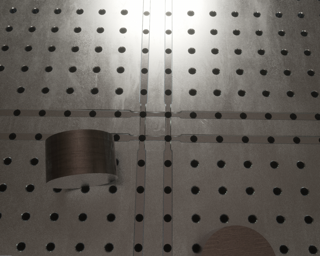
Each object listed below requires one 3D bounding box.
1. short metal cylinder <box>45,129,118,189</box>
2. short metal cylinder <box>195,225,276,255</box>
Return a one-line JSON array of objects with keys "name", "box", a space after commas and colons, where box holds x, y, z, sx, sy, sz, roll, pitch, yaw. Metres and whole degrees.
[{"name": "short metal cylinder", "box": [-0.093, 0.039, 0.367, 0.081, 0.080, 0.050, -8, 71, -3]}, {"name": "short metal cylinder", "box": [0.082, 0.151, 0.344, 0.081, 0.050, 0.080, 0, 70, 0]}]
